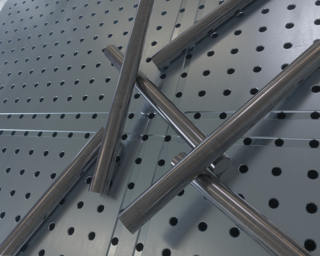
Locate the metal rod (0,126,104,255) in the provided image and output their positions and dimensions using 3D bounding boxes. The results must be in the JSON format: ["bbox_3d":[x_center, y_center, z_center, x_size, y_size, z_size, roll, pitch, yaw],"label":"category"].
[{"bbox_3d":[-0.168,0.120,0.424,0.025,0.025,0.300,33,80,38],"label":"metal rod"}]

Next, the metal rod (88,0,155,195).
[{"bbox_3d":[-0.050,-0.056,0.442,0.025,0.025,0.299,3,72,29],"label":"metal rod"}]

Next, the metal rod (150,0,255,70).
[{"bbox_3d":[0.113,-0.186,0.463,0.300,0.025,0.025,-36,51,4],"label":"metal rod"}]

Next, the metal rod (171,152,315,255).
[{"bbox_3d":[0.115,0.112,0.279,0.025,0.025,0.300,-48,51,-5],"label":"metal rod"}]

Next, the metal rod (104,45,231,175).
[{"bbox_3d":[-0.008,-0.045,0.440,0.025,0.025,0.300,-41,51,0],"label":"metal rod"}]

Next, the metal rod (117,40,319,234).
[{"bbox_3d":[0.079,0.002,0.338,0.301,0.025,0.025,-40,50,-10],"label":"metal rod"}]
